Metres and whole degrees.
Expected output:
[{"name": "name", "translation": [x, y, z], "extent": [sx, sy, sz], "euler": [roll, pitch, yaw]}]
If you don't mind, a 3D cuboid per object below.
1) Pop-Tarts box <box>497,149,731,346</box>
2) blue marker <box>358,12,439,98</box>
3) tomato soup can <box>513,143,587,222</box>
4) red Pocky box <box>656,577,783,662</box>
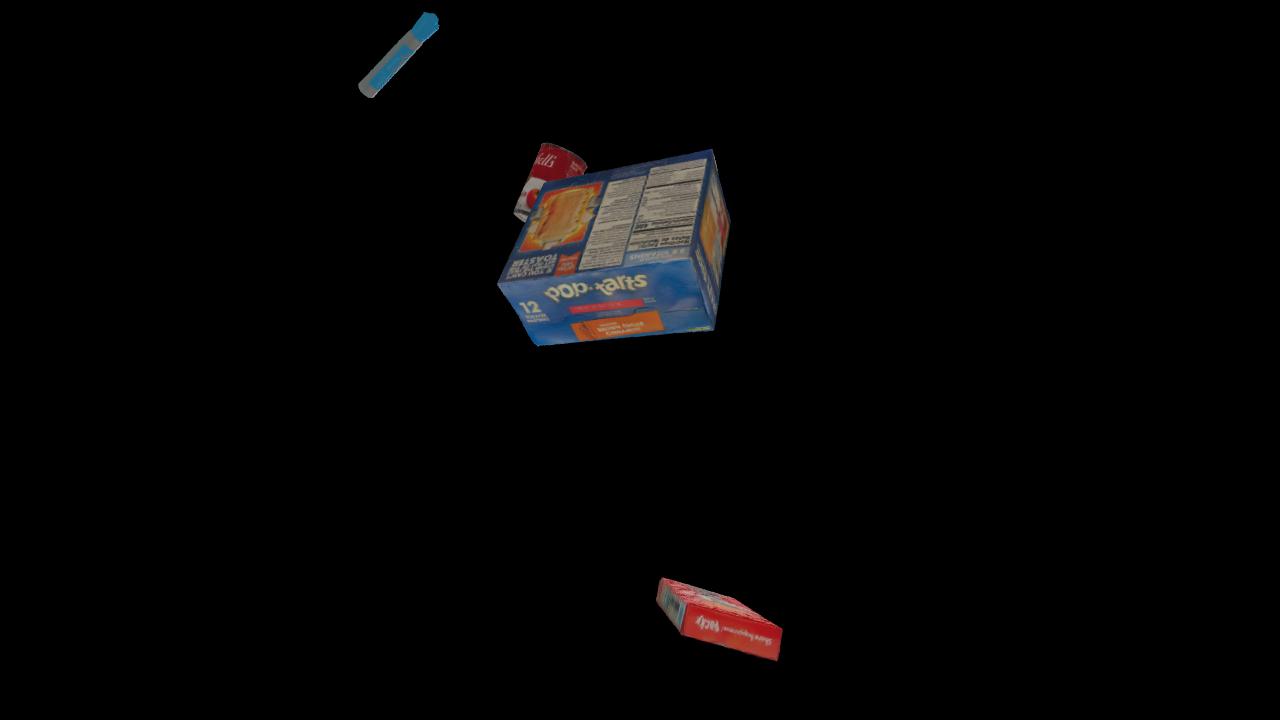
[{"name": "Pop-Tarts box", "translation": [-0.015, -0.095, 0.534], "extent": [0.167, 0.141, 0.083], "euler": [-5, -41, 22]}, {"name": "blue marker", "translation": [-0.251, -0.317, 0.641], "extent": [0.121, 0.020, 0.020], "euler": [-27, -14, 28]}, {"name": "tomato soup can", "translation": [-0.121, -0.227, 0.824], "extent": [0.068, 0.101, 0.068], "euler": [22, -1, 0]}, {"name": "red Pocky box", "translation": [0.066, 0.230, 0.558], "extent": [0.083, 0.028, 0.155], "euler": [18, -13, -3]}]
